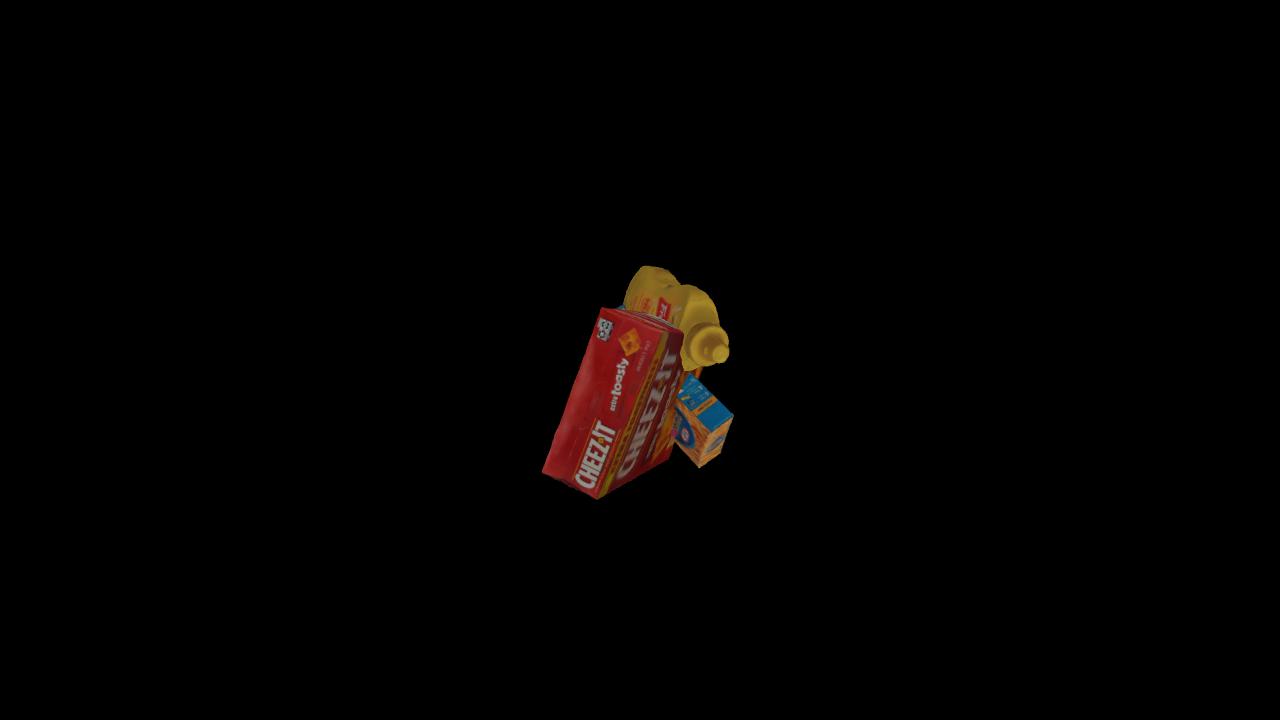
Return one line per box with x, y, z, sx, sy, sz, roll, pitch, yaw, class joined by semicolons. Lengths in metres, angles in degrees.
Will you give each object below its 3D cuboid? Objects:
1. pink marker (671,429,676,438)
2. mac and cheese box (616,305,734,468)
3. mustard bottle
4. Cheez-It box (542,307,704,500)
0.000;0.052;0.708;0.121;0.020;0.020;32;11;18;pink marker
0.024;0.030;0.700;0.041;0.184;0.093;-33;-26;-23;mac and cheese box
0.040;-0.037;0.644;0.054;0.092;0.184;12;15;-28;mustard bottle
0.000;0.036;0.641;0.071;0.166;0.223;22;8;17;Cheez-It box
